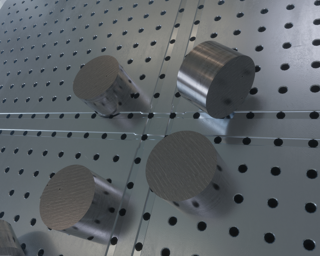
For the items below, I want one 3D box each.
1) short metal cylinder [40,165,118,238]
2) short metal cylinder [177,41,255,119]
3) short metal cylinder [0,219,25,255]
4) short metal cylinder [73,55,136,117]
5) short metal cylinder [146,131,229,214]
[{"bbox_3d":[-0.101,0.092,0.388,0.080,0.050,0.080,-13,56,21],"label":"short metal cylinder"},{"bbox_3d":[0.068,-0.058,0.373,0.080,0.080,0.050,-47,51,-4],"label":"short metal cylinder"},{"bbox_3d":[-0.219,0.162,0.388,0.080,0.080,0.050,-47,51,-5],"label":"short metal cylinder"},{"bbox_3d":[-0.085,-0.064,0.476,0.080,0.050,0.080,-13,56,21],"label":"short metal cylinder"},{"bbox_3d":[0.031,0.050,0.345,0.080,0.050,0.080,-13,56,21],"label":"short metal cylinder"}]
